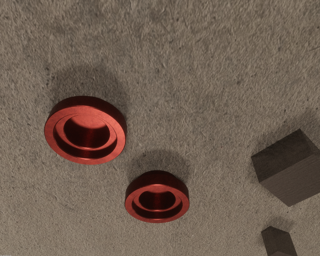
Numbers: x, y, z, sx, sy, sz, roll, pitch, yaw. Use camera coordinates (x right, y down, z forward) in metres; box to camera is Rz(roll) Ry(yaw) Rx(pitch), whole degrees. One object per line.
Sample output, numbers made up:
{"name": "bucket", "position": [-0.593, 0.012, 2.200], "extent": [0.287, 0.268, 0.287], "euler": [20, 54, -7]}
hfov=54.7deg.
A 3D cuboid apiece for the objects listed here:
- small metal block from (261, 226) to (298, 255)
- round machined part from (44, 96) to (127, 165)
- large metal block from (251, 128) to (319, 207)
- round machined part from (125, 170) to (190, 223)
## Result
{"name": "small metal block", "position": [0.223, 0.219, 0.581], "extent": [0.050, 0.050, 0.025], "euler": [24, 126, -19]}
{"name": "round machined part", "position": [-0.091, -0.001, 0.394], "extent": [0.099, 0.042, 0.097], "euler": [-1, 130, 0]}
{"name": "large metal block", "position": [0.193, 0.059, 0.444], "extent": [0.080, 0.050, 0.080], "euler": [-37, 122, 27]}
{"name": "round machined part", "position": [-0.004, 0.104, 0.484], "extent": [0.099, 0.042, 0.097], "euler": [-1, 130, 0]}
